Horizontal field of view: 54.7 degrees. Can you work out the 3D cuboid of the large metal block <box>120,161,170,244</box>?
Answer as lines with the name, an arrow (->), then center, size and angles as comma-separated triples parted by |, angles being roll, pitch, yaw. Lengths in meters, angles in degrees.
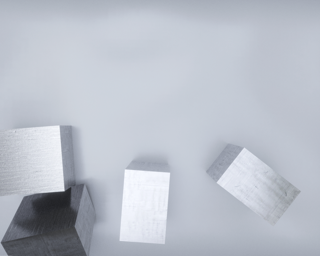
large metal block -> -0.017, 0.087, 0.384 | 0.050, 0.080, 0.080 | 4, 90, 0

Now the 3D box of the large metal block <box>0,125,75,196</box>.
large metal block -> -0.158, 0.039, 0.398 | 0.080, 0.050, 0.080 | -4, 90, 0

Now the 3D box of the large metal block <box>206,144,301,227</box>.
large metal block -> 0.110, 0.065, 0.385 | 0.080, 0.080, 0.050 | 38, 90, 0

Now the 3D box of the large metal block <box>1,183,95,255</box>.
large metal block -> -0.129, 0.119, 0.376 | 0.080, 0.080, 0.050 | -12, 115, 0
